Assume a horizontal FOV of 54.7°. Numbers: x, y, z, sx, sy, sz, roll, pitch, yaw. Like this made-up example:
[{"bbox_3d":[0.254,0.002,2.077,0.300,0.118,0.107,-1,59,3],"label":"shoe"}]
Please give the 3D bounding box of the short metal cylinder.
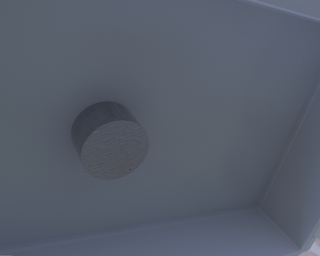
[{"bbox_3d":[-0.060,0.015,0.370,0.081,0.050,0.079,-14,125,-21],"label":"short metal cylinder"}]
